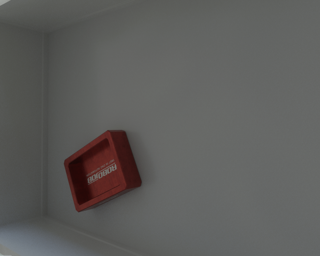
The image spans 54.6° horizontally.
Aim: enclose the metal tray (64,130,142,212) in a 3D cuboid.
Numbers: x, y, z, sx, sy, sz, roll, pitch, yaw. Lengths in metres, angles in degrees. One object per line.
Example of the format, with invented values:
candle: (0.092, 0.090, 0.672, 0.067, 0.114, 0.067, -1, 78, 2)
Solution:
metal tray: (-0.094, 0.069, 0.482, 0.130, 0.030, 0.090, -31, 71, 35)
